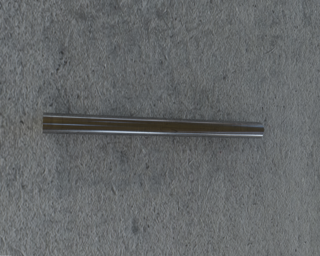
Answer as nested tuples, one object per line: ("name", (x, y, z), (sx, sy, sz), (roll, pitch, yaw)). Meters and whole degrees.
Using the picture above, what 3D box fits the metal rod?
("metal rod", (0.006, -0.001, 0.412), (0.302, 0.025, 0.025), (2, 90, -20))
